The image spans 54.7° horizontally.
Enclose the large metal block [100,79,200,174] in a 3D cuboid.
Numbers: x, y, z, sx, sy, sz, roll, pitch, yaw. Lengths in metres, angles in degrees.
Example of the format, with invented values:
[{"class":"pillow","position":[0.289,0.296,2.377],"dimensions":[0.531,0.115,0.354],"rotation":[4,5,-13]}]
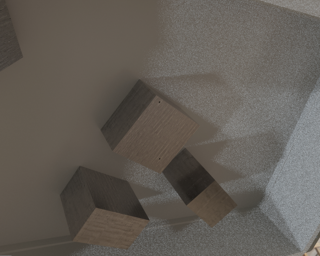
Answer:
[{"class":"large metal block","position":[-0.012,0.000,0.386],"dimensions":[0.080,0.050,0.080],"rotation":[32,101,-38]}]

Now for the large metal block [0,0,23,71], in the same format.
[{"class":"large metal block","position":[-0.159,-0.077,0.230],"dimensions":[0.050,0.080,0.079],"rotation":[4,124,12]}]

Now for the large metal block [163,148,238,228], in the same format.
[{"class":"large metal block","position":[0.057,0.088,0.459],"dimensions":[0.050,0.080,0.080],"rotation":[-42,129,0]}]

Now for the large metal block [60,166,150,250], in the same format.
[{"class":"large metal block","position":[-0.072,0.102,0.396],"dimensions":[0.080,0.080,0.050],"rotation":[27,104,-37]}]
